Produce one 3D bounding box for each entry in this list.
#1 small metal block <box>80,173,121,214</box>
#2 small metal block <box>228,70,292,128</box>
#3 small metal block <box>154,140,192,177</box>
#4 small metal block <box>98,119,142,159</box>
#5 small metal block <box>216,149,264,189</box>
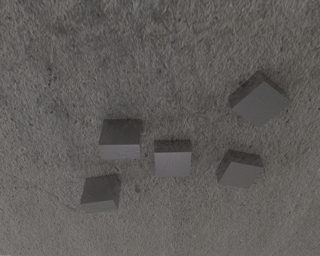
[{"bbox_3d":[-0.090,0.100,0.475,0.050,0.050,0.025,-9,130,8],"label":"small metal block"},{"bbox_3d":[0.121,-0.034,0.379,0.050,0.025,0.050,30,124,-24],"label":"small metal block"},{"bbox_3d":[0.018,0.044,0.445,0.050,0.025,0.050,-1,130,1],"label":"small metal block"},{"bbox_3d":[-0.050,0.014,0.402,0.050,0.050,0.025,-1,130,0],"label":"small metal block"},{"bbox_3d":[0.117,0.062,0.461,0.050,0.025,0.050,11,129,-10],"label":"small metal block"}]
